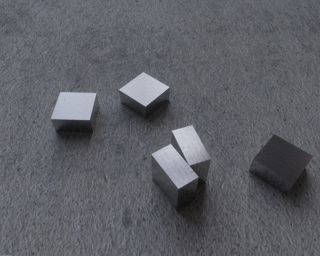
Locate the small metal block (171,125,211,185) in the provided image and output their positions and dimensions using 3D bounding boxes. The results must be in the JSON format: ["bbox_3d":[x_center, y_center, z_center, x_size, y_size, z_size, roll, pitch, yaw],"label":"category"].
[{"bbox_3d":[0.034,0.034,0.359,0.025,0.050,0.050,-15,52,-12],"label":"small metal block"}]

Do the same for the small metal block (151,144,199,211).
[{"bbox_3d":[0.015,0.055,0.341,0.025,0.050,0.050,-27,55,-21],"label":"small metal block"}]

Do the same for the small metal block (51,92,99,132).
[{"bbox_3d":[-0.114,-0.022,0.421,0.050,0.025,0.050,2,50,1],"label":"small metal block"}]

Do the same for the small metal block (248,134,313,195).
[{"bbox_3d":[0.143,0.042,0.368,0.050,0.025,0.050,34,58,25],"label":"small metal block"}]

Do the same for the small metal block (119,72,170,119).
[{"bbox_3d":[-0.022,-0.047,0.443,0.050,0.025,0.050,33,57,25],"label":"small metal block"}]
